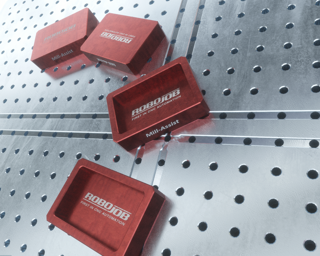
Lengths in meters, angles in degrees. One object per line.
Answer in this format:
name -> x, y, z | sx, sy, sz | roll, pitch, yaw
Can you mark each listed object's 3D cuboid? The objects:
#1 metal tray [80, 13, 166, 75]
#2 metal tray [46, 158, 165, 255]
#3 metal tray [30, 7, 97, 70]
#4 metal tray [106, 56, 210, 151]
metal tray -> -0.066, -0.147, 0.532 | 0.130, 0.030, 0.090 | 24, 75, 36
metal tray -> -0.070, 0.098, 0.382 | 0.130, 0.030, 0.090 | 15, 69, 34
metal tray -> -0.190, -0.176, 0.615 | 0.130, 0.030, 0.090 | -17, 55, 18
metal tray -> -0.007, -0.034, 0.430 | 0.130, 0.030, 0.090 | -25, 53, 12
